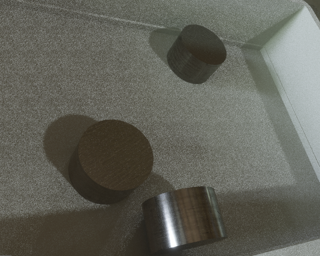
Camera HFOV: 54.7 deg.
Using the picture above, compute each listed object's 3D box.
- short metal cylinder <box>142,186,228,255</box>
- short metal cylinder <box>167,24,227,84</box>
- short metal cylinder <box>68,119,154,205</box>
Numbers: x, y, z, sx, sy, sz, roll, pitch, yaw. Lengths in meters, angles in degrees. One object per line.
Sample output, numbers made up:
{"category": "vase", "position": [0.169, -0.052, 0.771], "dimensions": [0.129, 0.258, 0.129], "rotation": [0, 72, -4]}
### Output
{"category": "short metal cylinder", "position": [0.025, 0.098, 0.325], "dimensions": [0.081, 0.080, 0.050], "rotation": [2, 61, -28]}
{"category": "short metal cylinder", "position": [0.058, -0.117, 0.495], "dimensions": [0.081, 0.050, 0.080], "rotation": [14, 56, -21]}
{"category": "short metal cylinder", "position": [-0.054, 0.037, 0.339], "dimensions": [0.081, 0.050, 0.080], "rotation": [14, 56, -21]}
